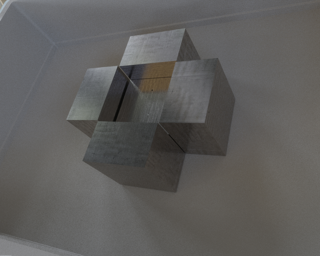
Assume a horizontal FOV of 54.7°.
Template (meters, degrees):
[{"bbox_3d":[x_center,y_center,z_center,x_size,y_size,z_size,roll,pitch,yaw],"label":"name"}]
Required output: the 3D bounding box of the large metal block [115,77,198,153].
[{"bbox_3d":[-0.004,-0.017,0.399,0.080,0.050,0.080,1,62,28],"label":"large metal block"}]

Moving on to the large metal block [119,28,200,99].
[{"bbox_3d":[0.006,-0.081,0.415,0.080,0.080,0.050,1,62,28],"label":"large metal block"}]

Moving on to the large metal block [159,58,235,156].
[{"bbox_3d":[0.047,-0.022,0.358,0.050,0.080,0.080,1,62,29],"label":"large metal block"}]

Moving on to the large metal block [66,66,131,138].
[{"bbox_3d":[-0.069,-0.026,0.422,0.050,0.080,0.080,1,62,29],"label":"large metal block"}]

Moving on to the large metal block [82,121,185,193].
[{"bbox_3d":[-0.027,0.034,0.362,0.080,0.080,0.050,2,63,29],"label":"large metal block"}]
